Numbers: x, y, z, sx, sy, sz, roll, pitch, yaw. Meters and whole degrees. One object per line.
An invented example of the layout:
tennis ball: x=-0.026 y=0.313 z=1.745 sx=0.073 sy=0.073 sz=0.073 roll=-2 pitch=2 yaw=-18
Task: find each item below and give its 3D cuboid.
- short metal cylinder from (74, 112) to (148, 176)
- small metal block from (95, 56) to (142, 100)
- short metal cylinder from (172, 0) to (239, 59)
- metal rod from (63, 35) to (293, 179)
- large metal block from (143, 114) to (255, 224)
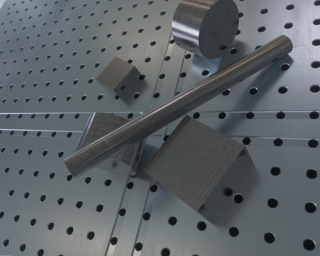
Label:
short metal cylinder: x=-0.061 y=0.022 z=0.391 sx=0.080 sy=0.080 sz=0.050 roll=4 pitch=64 yaw=30
small metal block: x=-0.066 y=-0.080 z=0.492 sx=0.050 sy=0.025 sz=0.050 roll=33 pitch=80 yaw=38
short metal cylinder: x=0.063 y=-0.141 z=0.427 sx=0.050 sy=0.080 sz=0.080 roll=34 pitch=81 yaw=38
metal rod: x=0.032 y=-0.031 z=0.358 sx=0.302 sy=0.025 sz=0.025 roll=-30 pitch=50 yaw=-13
large metal block: x=0.043 y=0.044 z=0.343 sx=0.080 sy=0.050 sz=0.080 roll=32 pitch=79 yaw=38
